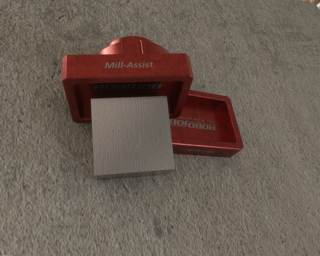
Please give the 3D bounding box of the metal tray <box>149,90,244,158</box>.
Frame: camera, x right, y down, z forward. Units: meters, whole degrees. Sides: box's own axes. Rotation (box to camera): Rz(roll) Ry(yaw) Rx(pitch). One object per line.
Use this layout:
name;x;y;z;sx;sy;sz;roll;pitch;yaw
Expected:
metal tray;0.048;-0.008;0.435;0.131;0.030;0.090;6;59;-25

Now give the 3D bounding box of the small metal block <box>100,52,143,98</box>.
small metal block;-0.053;-0.071;0.422;0.050;0.025;0.050;6;59;-25

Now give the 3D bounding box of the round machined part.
round machined part;-0.032;-0.071;0.372;0.099;0.097;0.042;6;59;-26

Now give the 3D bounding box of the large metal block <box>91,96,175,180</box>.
large metal block;-0.032;0.012;0.342;0.081;0.050;0.080;-3;75;-10

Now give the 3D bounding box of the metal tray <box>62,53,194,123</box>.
metal tray;-0.036;-0.042;0.349;0.131;0.090;0.030;-3;63;-9
